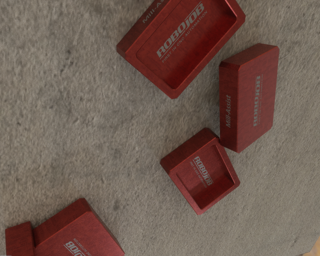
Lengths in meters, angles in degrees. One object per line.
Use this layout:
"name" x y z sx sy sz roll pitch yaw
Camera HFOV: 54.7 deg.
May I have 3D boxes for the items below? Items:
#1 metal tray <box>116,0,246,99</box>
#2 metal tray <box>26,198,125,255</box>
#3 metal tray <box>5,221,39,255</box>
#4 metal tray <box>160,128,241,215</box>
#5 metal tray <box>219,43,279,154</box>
"metal tray" 0.026 -0.108 0.352 0.130 0.030 0.090 -48 129 6
"metal tray" -0.115 0.168 0.438 0.090 0.030 0.129 -33 131 -14
"metal tray" -0.162 0.197 0.398 0.030 0.090 0.129 -16 125 -20
"metal tray" 0.067 0.072 0.486 0.090 0.030 0.130 -36 130 -5
"metal tray" 0.122 -0.040 0.427 0.091 0.030 0.129 -30 128 -32
